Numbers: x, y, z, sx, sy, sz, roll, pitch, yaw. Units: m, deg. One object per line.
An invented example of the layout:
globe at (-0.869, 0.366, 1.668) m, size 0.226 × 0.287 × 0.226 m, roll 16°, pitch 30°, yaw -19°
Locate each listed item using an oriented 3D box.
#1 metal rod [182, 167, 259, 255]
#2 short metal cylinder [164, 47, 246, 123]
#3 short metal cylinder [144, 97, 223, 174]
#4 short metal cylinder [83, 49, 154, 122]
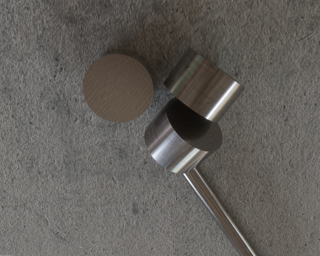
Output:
metal rod at (0.109, 0.155, 0.467) m, size 0.025 × 0.025 × 0.299 m, roll -32°, pitch 107°, yaw 11°
short metal cylinder at (0.052, -0.051, 0.362) m, size 0.080 × 0.080 × 0.050 m, roll 33°, pitch 106°, yaw -12°
short metal cylinder at (0.028, 0.008, 0.377) m, size 0.080 × 0.080 × 0.050 m, roll 32°, pitch 129°, yaw -11°
short metal cylinder at (-0.048, -0.052, 0.377) m, size 0.081 × 0.050 × 0.079 m, roll 0°, pitch 110°, yaw 0°
